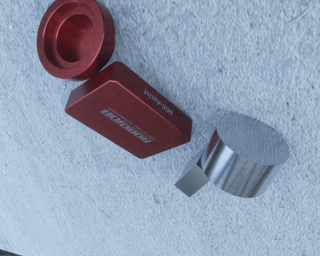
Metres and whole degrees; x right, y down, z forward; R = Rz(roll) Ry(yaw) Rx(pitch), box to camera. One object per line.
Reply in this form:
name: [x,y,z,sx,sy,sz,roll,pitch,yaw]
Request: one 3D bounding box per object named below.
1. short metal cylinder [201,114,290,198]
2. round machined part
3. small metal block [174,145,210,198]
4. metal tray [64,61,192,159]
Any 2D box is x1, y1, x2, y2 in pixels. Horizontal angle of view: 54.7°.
short metal cylinder: [0.092,0.029,0.340,0.080,0.080,0.050,26,127,11]
round machined part: [-0.092,-0.102,0.361,0.098,0.042,0.097,-2,86,26]
small metal block: [0.050,0.054,0.396,0.025,0.050,0.050,40,129,1]
metal tray: [-0.034,-0.014,0.375,0.090,0.030,0.130,-24,134,36]
